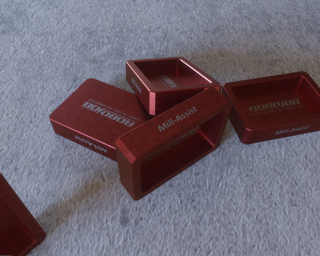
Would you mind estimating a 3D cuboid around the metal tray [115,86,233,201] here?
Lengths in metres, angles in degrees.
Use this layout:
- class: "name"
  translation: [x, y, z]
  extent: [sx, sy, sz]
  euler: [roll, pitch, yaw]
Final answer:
- class: "metal tray"
  translation: [0.016, 0.018, 0.345]
  extent: [0.131, 0.089, 0.030]
  euler: [-30, 59, -23]

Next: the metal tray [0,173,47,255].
- class: "metal tray"
  translation: [-0.158, 0.090, 0.258]
  extent: [0.030, 0.129, 0.090]
  euler: [36, 58, 26]

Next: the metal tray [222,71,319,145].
- class: "metal tray"
  translation: [0.160, -0.031, 0.427]
  extent: [0.131, 0.030, 0.090]
  euler: [-10, 51, -9]

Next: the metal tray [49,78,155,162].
- class: "metal tray"
  translation: [-0.064, -0.010, 0.408]
  extent: [0.130, 0.030, 0.090]
  euler: [22, 53, 17]

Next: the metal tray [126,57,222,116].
- class: "metal tray"
  translation: [0.012, -0.062, 0.416]
  extent: [0.091, 0.030, 0.130]
  euler: [-8, 30, -17]
